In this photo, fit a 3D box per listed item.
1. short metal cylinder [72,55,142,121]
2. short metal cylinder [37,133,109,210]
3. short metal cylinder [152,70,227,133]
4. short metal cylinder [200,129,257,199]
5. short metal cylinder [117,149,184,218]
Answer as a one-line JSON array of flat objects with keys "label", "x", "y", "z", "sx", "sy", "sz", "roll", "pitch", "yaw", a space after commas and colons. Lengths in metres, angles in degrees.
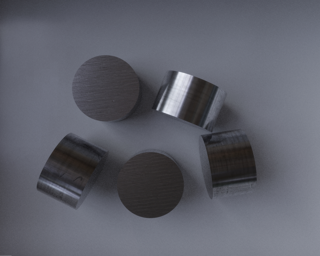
[{"label": "short metal cylinder", "x": -0.065, "y": -0.048, "z": 0.396, "sx": 0.081, "sy": 0.050, "sz": 0.079, "roll": 0, "pitch": 90, "yaw": -1}, {"label": "short metal cylinder", "x": -0.105, "y": 0.052, "z": 0.380, "sx": 0.050, "sy": 0.080, "sz": 0.080, "roll": 27, "pitch": 90, "yaw": -1}, {"label": "short metal cylinder", "x": 0.036, "y": -0.032, "z": 0.384, "sx": 0.080, "sy": 0.080, "sz": 0.050, "roll": 22, "pitch": 90, "yaw": -1}, {"label": "short metal cylinder", "x": 0.081, "y": 0.044, "z": 0.383, "sx": 0.050, "sy": 0.080, "sz": 0.080, "roll": -9, "pitch": 90, "yaw": 0}, {"label": "short metal cylinder", "x": -0.011, "y": 0.069, "z": 0.397, "sx": 0.081, "sy": 0.050, "sz": 0.079, "roll": 0, "pitch": 90, "yaw": -1}]
